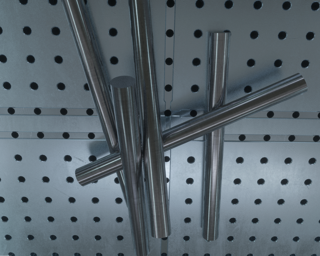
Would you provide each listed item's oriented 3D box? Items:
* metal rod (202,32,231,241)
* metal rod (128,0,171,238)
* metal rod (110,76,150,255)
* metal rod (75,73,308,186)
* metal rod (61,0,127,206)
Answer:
[{"bbox_3d":[0.075,0.025,0.423,0.025,0.025,0.298,-1,110,0],"label":"metal rod"},{"bbox_3d":[-0.012,-0.020,0.364,0.025,0.025,0.298,-5,94,1],"label":"metal rod"},{"bbox_3d":[-0.032,0.073,0.394,0.025,0.025,0.298,-2,128,0],"label":"metal rod"},{"bbox_3d":[0.032,0.005,0.388,0.301,0.025,0.025,-24,109,8],"label":"metal rod"},{"bbox_3d":[-0.070,-0.025,0.403,0.025,0.025,0.298,-13,110,4],"label":"metal rod"}]
